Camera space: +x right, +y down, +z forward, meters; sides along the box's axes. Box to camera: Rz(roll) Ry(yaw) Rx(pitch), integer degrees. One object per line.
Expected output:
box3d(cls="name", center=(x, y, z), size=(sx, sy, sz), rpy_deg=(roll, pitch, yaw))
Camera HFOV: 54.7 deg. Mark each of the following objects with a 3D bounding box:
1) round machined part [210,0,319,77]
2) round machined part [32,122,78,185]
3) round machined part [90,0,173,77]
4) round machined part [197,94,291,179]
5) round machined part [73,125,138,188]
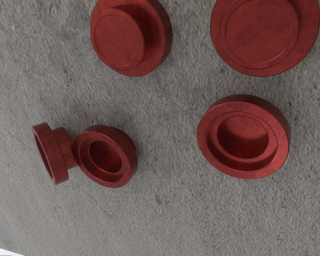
box3d(cls="round machined part", center=(0.094, -0.094, 0.288), size=(0.098, 0.042, 0.097), rpy_deg=(13, 124, 21))
box3d(cls="round machined part", center=(-0.162, 0.036, 0.485), size=(0.098, 0.042, 0.097), rpy_deg=(43, 144, 42))
box3d(cls="round machined part", center=(-0.039, -0.104, 0.352), size=(0.098, 0.042, 0.097), rpy_deg=(13, 124, 21))
box3d(cls="round machined part", center=(0.095, 0.006, 0.350), size=(0.098, 0.042, 0.097), rpy_deg=(13, 124, 21))
box3d(cls="round machined part", center=(-0.076, 0.037, 0.459), size=(0.098, 0.042, 0.097), rpy_deg=(13, 124, 21))
